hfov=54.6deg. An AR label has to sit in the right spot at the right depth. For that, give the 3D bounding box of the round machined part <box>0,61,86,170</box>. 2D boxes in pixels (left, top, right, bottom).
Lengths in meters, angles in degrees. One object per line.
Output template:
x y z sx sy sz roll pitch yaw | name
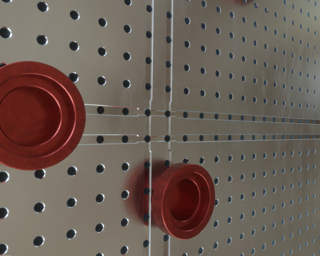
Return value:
-0.125 -0.011 0.293 0.099 0.042 0.097 0 90 -40 | round machined part

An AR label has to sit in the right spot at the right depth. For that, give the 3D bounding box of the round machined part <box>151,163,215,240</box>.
0.027 0.096 0.420 0.099 0.042 0.097 0 90 -40 | round machined part
